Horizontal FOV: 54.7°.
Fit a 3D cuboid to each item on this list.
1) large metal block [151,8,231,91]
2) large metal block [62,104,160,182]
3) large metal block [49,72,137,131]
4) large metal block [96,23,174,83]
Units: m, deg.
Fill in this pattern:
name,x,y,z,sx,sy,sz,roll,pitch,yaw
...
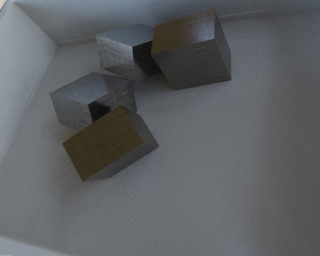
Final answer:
name,x,y,z,sx,sy,sz,roll,pitch,yaw
large metal block,0.044,-0.099,0.408,0.080,0.080,0.050,-8,58,24
large metal block,-0.055,0.021,0.378,0.080,0.080,0.050,-33,78,7
large metal block,-0.092,-0.036,0.439,0.080,0.050,0.080,17,39,34
large metal block,-0.034,-0.113,0.454,0.081,0.050,0.080,-29,42,-35
